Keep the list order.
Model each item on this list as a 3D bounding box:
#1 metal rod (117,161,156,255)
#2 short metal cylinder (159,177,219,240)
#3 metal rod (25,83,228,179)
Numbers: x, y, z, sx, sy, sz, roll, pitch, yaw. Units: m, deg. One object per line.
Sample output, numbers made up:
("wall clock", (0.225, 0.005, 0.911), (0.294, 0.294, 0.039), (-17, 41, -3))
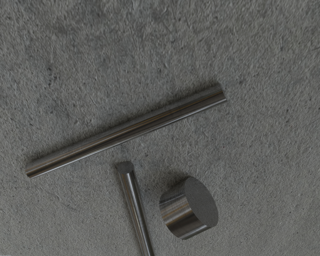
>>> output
("metal rod", (-0.034, 0.171, 0.552), (0.025, 0.025, 0.298), (-5, 130, 4))
("short metal cylinder", (0.045, 0.123, 0.477), (0.050, 0.080, 0.080), (-36, 122, 26))
("metal rod", (-0.057, 0.010, 0.415), (0.300, 0.025, 0.025), (-22, 127, 17))
